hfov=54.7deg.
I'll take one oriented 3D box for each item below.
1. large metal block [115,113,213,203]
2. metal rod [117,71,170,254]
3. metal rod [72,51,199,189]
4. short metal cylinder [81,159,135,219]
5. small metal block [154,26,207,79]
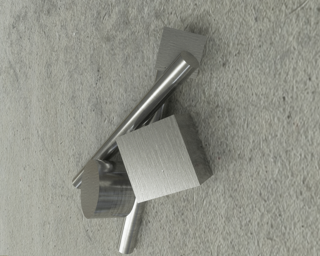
[{"bbox_3d":[0.005,0.034,0.366,0.080,0.050,0.080,-22,85,25],"label":"large metal block"},{"bbox_3d":[-0.016,0.032,0.419,0.025,0.025,0.298,22,104,38],"label":"metal rod"},{"bbox_3d":[-0.051,0.008,0.426,0.298,0.025,0.025,-45,63,38],"label":"metal rod"},{"bbox_3d":[-0.075,0.085,0.435,0.080,0.050,0.080,-20,66,57],"label":"short metal cylinder"},{"bbox_3d":[0.024,-0.089,0.371,0.050,0.025,0.050,13,100,-1],"label":"small metal block"}]
